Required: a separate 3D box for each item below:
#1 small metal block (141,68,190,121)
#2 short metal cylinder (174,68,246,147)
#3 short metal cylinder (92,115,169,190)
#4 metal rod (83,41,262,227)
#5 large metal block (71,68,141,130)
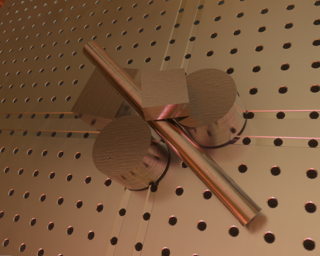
[{"bbox_3d":[0.006,-0.038,0.351,0.050,0.025,0.050,-7,57,4],"label":"small metal block"},{"bbox_3d":[0.058,-0.024,0.372,0.080,0.050,0.080,-13,56,21],"label":"short metal cylinder"},{"bbox_3d":[-0.036,0.031,0.388,0.080,0.050,0.080,-13,56,21],"label":"short metal cylinder"},{"bbox_3d":[-0.002,-0.011,0.366,0.025,0.025,0.300,-43,65,-1],"label":"metal rod"},{"bbox_3d":[-0.066,-0.040,0.444,0.080,0.050,0.080,12,68,33],"label":"large metal block"}]
